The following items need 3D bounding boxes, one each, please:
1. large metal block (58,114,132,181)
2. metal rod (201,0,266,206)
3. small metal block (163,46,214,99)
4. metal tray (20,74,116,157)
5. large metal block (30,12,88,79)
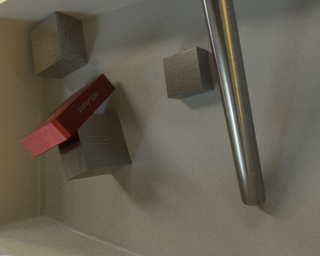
[{"bbox_3d":[-0.096,0.026,0.448,0.050,0.081,0.080,-28,73,36],"label":"large metal block"},{"bbox_3d":[0.061,-0.060,0.275,0.025,0.025,0.298,2,117,40],"label":"metal rod"},{"bbox_3d":[0.034,-0.065,0.378,0.050,0.025,0.050,-12,82,39],"label":"small metal block"},{"bbox_3d":[-0.130,-0.021,0.448,0.090,0.130,0.030,-24,112,37],"label":"metal tray"},{"bbox_3d":[-0.174,-0.138,0.531,0.080,0.050,0.080,-17,80,38],"label":"large metal block"}]
